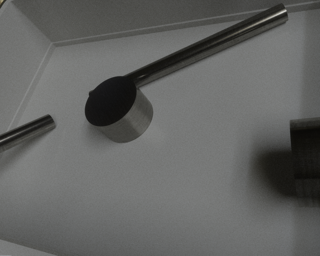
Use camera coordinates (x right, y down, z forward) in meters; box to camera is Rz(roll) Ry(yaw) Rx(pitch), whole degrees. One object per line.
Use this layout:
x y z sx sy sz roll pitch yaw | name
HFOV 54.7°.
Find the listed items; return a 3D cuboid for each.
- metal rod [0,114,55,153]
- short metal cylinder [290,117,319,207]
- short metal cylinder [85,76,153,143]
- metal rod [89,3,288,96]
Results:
-0.287 0.052 0.424 0.302 0.025 0.025 -30 44 -33 | metal rod
0.147 0.030 0.275 0.050 0.080 0.080 -6 59 25 | short metal cylinder
-0.057 -0.025 0.433 0.080 0.050 0.080 -13 56 20 | short metal cylinder
0.031 -0.101 0.449 0.301 0.025 0.025 -22 54 14 | metal rod
